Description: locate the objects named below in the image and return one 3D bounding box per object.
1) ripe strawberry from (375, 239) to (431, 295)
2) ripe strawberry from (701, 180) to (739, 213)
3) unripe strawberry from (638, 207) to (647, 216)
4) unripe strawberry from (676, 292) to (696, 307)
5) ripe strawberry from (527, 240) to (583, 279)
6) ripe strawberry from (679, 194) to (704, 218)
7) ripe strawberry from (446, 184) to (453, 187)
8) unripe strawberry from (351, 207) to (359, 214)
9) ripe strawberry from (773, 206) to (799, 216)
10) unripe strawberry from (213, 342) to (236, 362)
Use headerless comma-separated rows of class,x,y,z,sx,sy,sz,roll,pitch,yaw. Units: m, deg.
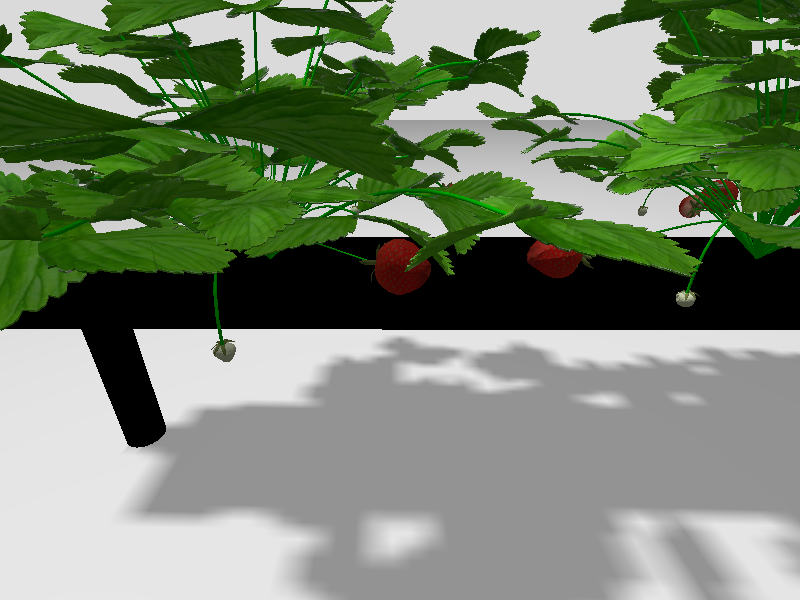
ripe strawberry,0.004,-0.024,0.300,0.042,0.041,0.039,15,30,26
ripe strawberry,0.422,-0.138,0.532,0.040,0.043,0.043,12,28,23
unripe strawberry,0.295,-0.107,0.488,0.011,0.011,0.010,-7,27,-13
unripe strawberry,0.195,0.000,0.273,0.010,0.011,0.012,-19,32,-33
ripe strawberry,0.124,-0.038,0.326,0.043,0.042,0.040,-6,27,-10
ripe strawberry,0.363,-0.118,0.500,0.025,0.029,0.027,5,26,11
ripe strawberry,0.072,-0.139,0.540,0.037,0.031,0.037,23,7,39
unripe strawberry,-0.054,-0.109,0.490,0.011,0.011,0.010,12,28,23
ripe strawberry,0.484,-0.122,0.503,0.038,0.032,0.038,24,28,39
unripe strawberry,-0.094,0.028,0.215,0.011,0.011,0.010,-4,26,-8
